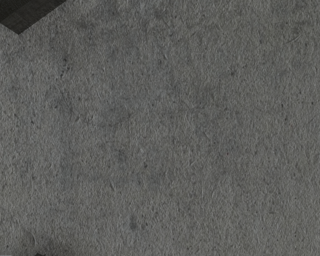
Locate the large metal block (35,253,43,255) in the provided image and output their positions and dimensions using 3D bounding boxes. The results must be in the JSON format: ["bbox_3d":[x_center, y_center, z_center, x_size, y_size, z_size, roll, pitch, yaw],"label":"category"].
[{"bbox_3d":[-0.150,0.224,0.396,0.080,0.050,0.080,28,90,0],"label":"large metal block"}]

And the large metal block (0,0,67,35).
[{"bbox_3d":[-0.183,-0.182,0.396,0.080,0.050,0.080,-36,90,0],"label":"large metal block"}]
